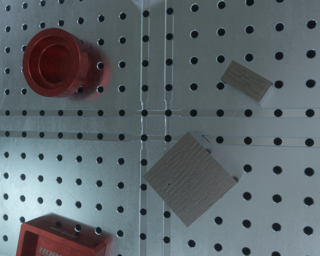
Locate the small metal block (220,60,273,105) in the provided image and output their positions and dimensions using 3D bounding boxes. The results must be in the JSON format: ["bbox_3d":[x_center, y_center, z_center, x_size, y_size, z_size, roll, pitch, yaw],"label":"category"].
[{"bbox_3d":[0.103,-0.052,0.363,0.050,0.050,0.025,35,101,16],"label":"small metal block"}]

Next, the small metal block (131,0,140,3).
[{"bbox_3d":[-0.026,-0.208,0.421,0.050,0.025,0.050,-20,84,18],"label":"small metal block"}]

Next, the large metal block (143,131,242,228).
[{"bbox_3d":[0.041,0.060,0.384,0.080,0.050,0.080,-46,76,14],"label":"large metal block"}]

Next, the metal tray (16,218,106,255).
[{"bbox_3d":[-0.152,0.198,0.461,0.130,0.030,0.089,12,94,19],"label":"metal tray"}]

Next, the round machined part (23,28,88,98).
[{"bbox_3d":[-0.147,-0.092,0.454,0.098,0.042,0.097,0,90,19],"label":"round machined part"}]
